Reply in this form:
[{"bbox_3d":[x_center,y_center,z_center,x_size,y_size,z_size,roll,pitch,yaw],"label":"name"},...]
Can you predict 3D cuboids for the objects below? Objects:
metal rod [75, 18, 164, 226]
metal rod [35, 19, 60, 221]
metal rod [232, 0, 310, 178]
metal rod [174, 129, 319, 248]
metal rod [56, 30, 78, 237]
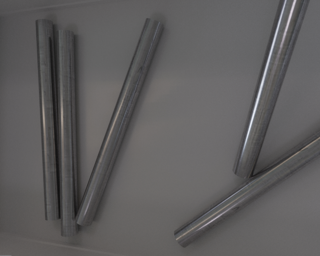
[{"bbox_3d":[-0.059,-0.003,0.431,0.025,0.025,0.298,23,97,18],"label":"metal rod"},{"bbox_3d":[-0.168,-0.013,0.469,0.025,0.025,0.298,-4,89,20],"label":"metal rod"},{"bbox_3d":[0.116,-0.074,0.301,0.025,0.025,0.298,18,123,19],"label":"metal rod"},{"bbox_3d":[0.138,0.051,0.361,0.300,0.025,0.025,-40,78,15],"label":"metal rod"},{"bbox_3d":[-0.137,0.007,0.458,0.025,0.025,0.298,-2,89,20],"label":"metal rod"}]
